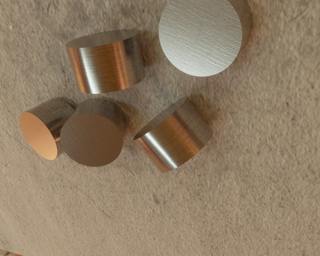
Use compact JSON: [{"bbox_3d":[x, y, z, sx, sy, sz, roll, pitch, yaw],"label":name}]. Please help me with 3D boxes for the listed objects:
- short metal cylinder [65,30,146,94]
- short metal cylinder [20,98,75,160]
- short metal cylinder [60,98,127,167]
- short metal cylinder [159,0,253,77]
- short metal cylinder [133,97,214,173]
[{"bbox_3d":[-0.060,-0.078,0.354,0.080,0.080,0.050,5,121,25],"label":"short metal cylinder"},{"bbox_3d":[-0.163,0.001,0.466,0.080,0.050,0.079,21,130,28],"label":"short metal cylinder"},{"bbox_3d":[-0.088,0.006,0.421,0.081,0.050,0.079,0,117,1],"label":"short metal cylinder"},{"bbox_3d":[0.046,-0.097,0.306,0.080,0.050,0.079,13,124,20],"label":"short metal cylinder"},{"bbox_3d":[0.015,0.007,0.367,0.080,0.080,0.050,-32,101,38],"label":"short metal cylinder"}]
